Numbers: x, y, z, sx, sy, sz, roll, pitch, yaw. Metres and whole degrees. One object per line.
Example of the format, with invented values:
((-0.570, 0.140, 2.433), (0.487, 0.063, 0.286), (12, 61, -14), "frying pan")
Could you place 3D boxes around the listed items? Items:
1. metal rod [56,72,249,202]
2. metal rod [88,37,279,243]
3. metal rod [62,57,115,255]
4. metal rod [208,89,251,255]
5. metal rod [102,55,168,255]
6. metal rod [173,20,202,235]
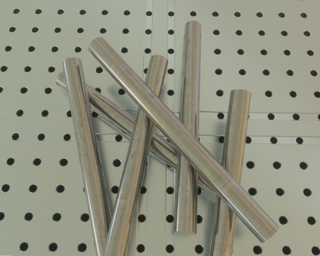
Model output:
((-0.017, 0.013, 0.406), (0.300, 0.025, 0.025), (35, 74, 12), "metal rod")
((0.016, 0.002, 0.356), (0.025, 0.025, 0.300), (-38, 74, -13), "metal rod")
((-0.082, 0.054, 0.376), (0.025, 0.025, 0.299), (-13, 76, -5), "metal rod")
((0.074, 0.101, 0.352), (0.025, 0.025, 0.299), (9, 79, 3), "metal rod")
((-0.030, 0.046, 0.366), (0.025, 0.025, 0.299), (10, 69, 4), "metal rod")
((0.038, -0.020, 0.400), (0.025, 0.025, 0.299), (4, 63, 2), "metal rod")
